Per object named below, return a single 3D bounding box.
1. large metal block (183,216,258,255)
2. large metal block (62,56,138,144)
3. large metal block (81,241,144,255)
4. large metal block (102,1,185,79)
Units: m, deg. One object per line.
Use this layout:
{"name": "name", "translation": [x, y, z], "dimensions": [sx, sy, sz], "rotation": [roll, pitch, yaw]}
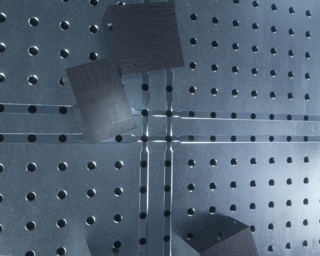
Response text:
{"name": "large metal block", "translation": [0.089, 0.183, 0.432], "dimensions": [0.081, 0.050, 0.080], "rotation": [-20, 97, -19]}
{"name": "large metal block", "translation": [-0.072, -0.029, 0.356], "dimensions": [0.050, 0.080, 0.080], "rotation": [-21, 97, -19]}
{"name": "large metal block", "translation": [-0.053, 0.180, 0.364], "dimensions": [0.080, 0.080, 0.050], "rotation": [22, 83, -19]}
{"name": "large metal block", "translation": [-0.022, -0.108, 0.391], "dimensions": [0.081, 0.050, 0.080], "rotation": [-12, 94, -20]}
